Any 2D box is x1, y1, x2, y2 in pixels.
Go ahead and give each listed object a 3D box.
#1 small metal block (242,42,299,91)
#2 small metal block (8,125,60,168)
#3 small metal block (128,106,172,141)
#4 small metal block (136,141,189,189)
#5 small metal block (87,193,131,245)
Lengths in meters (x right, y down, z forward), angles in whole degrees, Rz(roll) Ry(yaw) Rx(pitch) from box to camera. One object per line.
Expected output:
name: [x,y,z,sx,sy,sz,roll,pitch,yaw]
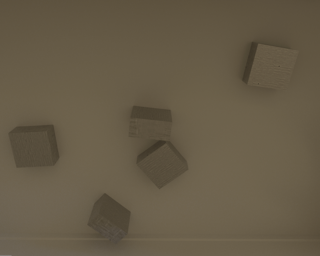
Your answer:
small metal block: [0.136,-0.077,0.385,0.050,0.025,0.050,9,110,-4]
small metal block: [-0.169,0.024,0.418,0.050,0.025,0.050,-3,110,0]
small metal block: [-0.012,-0.007,0.395,0.050,0.050,0.025,6,110,-3]
small metal block: [0.003,0.048,0.429,0.050,0.025,0.050,-36,107,12]
small metal block: [-0.071,0.129,0.445,0.050,0.050,0.025,40,105,-14]
